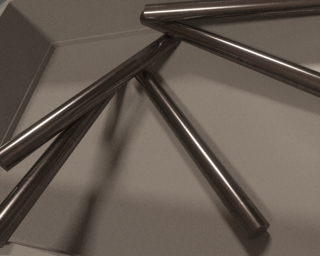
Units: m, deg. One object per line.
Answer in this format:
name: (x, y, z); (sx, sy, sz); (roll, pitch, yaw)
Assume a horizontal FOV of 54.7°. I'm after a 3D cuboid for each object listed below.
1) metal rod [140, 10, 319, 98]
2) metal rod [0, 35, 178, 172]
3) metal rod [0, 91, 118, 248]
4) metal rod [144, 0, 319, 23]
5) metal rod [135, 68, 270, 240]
metal rod: (0.086, -0.104, 0.405); (0.300, 0.025, 0.025); (33, 80, 32)
metal rod: (-0.073, -0.052, 0.400); (0.025, 0.025, 0.301); (19, 48, 35)
metal rod: (-0.105, 0.006, 0.379); (0.025, 0.025, 0.301); (-7, 34, 24)
metal rod: (0.126, -0.158, 0.401); (0.301, 0.025, 0.025); (2, 62, 16)
metal rod: (0.029, 0.002, 0.388); (0.025, 0.025, 0.300); (-37, 51, 3)
